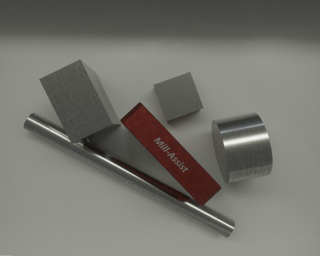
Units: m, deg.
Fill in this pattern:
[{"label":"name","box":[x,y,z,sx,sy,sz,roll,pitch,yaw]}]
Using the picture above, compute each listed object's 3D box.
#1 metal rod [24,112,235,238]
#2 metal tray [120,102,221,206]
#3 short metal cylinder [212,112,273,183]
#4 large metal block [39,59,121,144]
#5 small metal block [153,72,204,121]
[{"label":"metal rod","box":[-0.039,0.062,0.410,0.301,0.025,0.025,29,90,-1]},{"label":"metal tray","box":[0.012,0.029,0.377,0.030,0.090,0.130,-44,91,0]},{"label":"short metal cylinder","box":[0.099,0.024,0.384,0.050,0.080,0.080,-12,90,1]},{"label":"large metal block","box":[-0.093,-0.029,0.381,0.050,0.080,0.080,-26,90,0]},{"label":"small metal block","box":[0.024,-0.040,0.409,0.050,0.025,0.050,-20,90,-1]}]
